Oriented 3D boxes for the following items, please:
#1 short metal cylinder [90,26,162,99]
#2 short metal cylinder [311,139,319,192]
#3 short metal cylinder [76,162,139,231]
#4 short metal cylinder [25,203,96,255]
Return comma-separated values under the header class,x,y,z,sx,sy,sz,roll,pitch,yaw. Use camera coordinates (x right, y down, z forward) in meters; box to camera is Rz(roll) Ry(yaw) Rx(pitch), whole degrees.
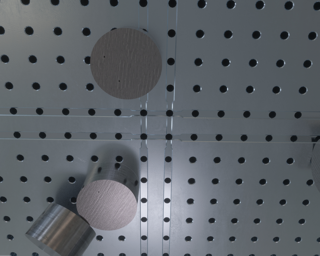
class,x,y,z,sx,sy,sz,roll,pitch,yaw
short metal cylinder,-0.038,-0.079,0.370,0.081,0.050,0.079,0,110,0
short metal cylinder,0.243,0.051,0.405,0.050,0.080,0.079,0,110,0
short metal cylinder,-0.071,0.095,0.434,0.081,0.050,0.079,0,110,0
short metal cylinder,-0.138,0.150,0.432,0.080,0.050,0.080,22,144,17
